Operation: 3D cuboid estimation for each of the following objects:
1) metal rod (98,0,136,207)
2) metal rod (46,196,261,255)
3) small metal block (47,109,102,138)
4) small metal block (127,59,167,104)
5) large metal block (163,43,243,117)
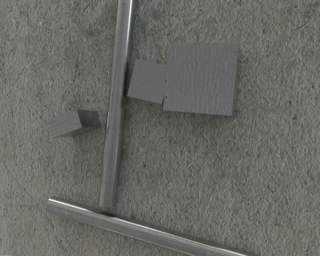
[{"bbox_3d":[-0.059,-0.041,0.428,0.025,0.025,0.298,6,92,19],"label":"metal rod"},{"bbox_3d":[-0.022,0.139,0.415,0.301,0.025,0.025,10,93,19],"label":"metal rod"},{"bbox_3d":[-0.120,-0.005,0.436,0.050,0.050,0.025,-18,84,19],"label":"small metal block"},{"bbox_3d":[-0.010,-0.060,0.412,0.050,0.025,0.050,15,95,19],"label":"small metal block"},{"bbox_3d":[0.053,-0.057,0.376,0.080,0.050,0.079,6,92,19],"label":"large metal block"}]
